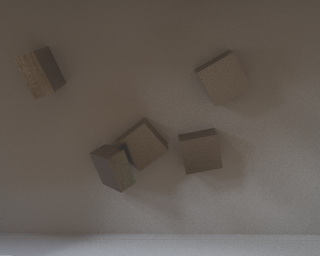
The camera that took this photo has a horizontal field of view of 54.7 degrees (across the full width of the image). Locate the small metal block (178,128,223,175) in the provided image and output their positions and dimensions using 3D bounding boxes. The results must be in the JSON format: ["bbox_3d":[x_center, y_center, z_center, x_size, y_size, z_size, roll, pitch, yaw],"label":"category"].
[{"bbox_3d":[0.055,0.032,0.424,0.050,0.025,0.050,-11,110,3],"label":"small metal block"}]

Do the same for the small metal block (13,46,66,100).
[{"bbox_3d":[-0.142,-0.067,0.371,0.025,0.050,0.050,-20,109,7],"label":"small metal block"}]

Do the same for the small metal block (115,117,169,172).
[{"bbox_3d":[-0.024,0.022,0.419,0.050,0.025,0.050,-37,106,12],"label":"small metal block"}]

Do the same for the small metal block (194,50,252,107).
[{"bbox_3d":[0.079,-0.062,0.389,0.050,0.025,0.050,-29,108,10],"label":"small metal block"}]

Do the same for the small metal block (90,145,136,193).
[{"bbox_3d":[-0.063,0.053,0.414,0.025,0.050,0.050,-31,113,-32],"label":"small metal block"}]
